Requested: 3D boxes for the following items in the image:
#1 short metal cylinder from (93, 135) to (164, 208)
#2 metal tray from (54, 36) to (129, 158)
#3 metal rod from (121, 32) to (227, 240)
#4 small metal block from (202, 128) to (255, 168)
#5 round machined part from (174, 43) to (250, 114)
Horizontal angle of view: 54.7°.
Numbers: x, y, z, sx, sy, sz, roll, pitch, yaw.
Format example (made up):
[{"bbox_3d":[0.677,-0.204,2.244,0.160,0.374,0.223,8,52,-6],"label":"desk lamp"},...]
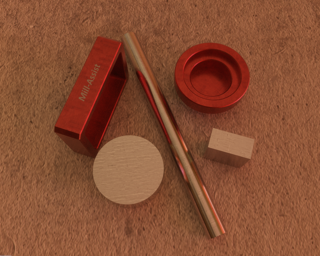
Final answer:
[{"bbox_3d":[-0.036,0.054,0.375,0.081,0.050,0.080,0,70,0],"label":"short metal cylinder"},{"bbox_3d":[-0.079,-0.036,0.387,0.030,0.090,0.130,17,71,6],"label":"metal tray"},{"bbox_3d":[0.011,-0.003,0.411,0.025,0.025,0.299,-21,72,-8],"label":"metal rod"},{"bbox_3d":[0.083,0.026,0.385,0.050,0.050,0.025,16,71,5],"label":"small metal block"},{"bbox_3d":[0.068,-0.064,0.424,0.099,0.042,0.098,0,70,-1],"label":"round machined part"}]
